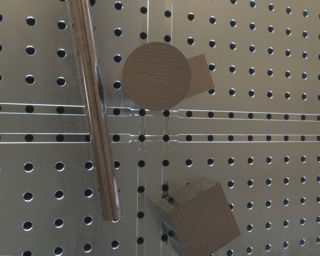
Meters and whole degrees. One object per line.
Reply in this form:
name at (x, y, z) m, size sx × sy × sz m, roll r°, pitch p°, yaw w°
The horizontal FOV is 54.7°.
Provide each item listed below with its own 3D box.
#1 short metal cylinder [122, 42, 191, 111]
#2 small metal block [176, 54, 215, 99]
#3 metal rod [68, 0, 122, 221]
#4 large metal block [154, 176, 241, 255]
short metal cylinder at (-0.003, -0.063, 0.384) m, size 0.081 × 0.050 × 0.079 m, roll 0°, pitch 98°, yaw 1°
small metal block at (0.042, -0.070, 0.429) m, size 0.050 × 0.025 × 0.050 m, roll -21°, pitch 97°, yaw -19°
metal rod at (-0.081, -0.035, 0.383) m, size 0.025 × 0.025 × 0.298 m, roll -9°, pitch 93°, yaw -20°
large metal block at (0.050, 0.123, 0.420) m, size 0.081 × 0.050 × 0.080 m, roll -26°, pitch 99°, yaw -19°
